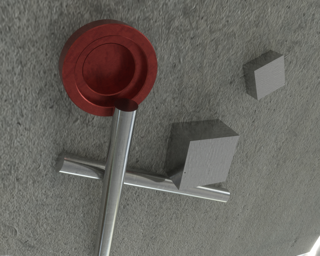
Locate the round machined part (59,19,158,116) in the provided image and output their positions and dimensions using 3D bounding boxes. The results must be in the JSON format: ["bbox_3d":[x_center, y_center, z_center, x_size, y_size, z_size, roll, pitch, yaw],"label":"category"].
[{"bbox_3d":[-0.056,-0.065,0.326,0.099,0.042,0.097,-14,125,-21],"label":"round machined part"}]

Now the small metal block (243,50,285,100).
[{"bbox_3d":[0.150,-0.076,0.444,0.050,0.025,0.050,-29,129,-10],"label":"small metal block"}]

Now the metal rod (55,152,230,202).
[{"bbox_3d":[-0.003,0.079,0.455,0.302,0.025,0.025,19,108,-36],"label":"metal rod"}]

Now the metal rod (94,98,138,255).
[{"bbox_3d":[-0.064,0.094,0.402,0.025,0.025,0.298,-6,130,-26],"label":"metal rod"}]

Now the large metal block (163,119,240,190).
[{"bbox_3d":[0.058,0.036,0.447,0.081,0.050,0.079,-5,121,-26],"label":"large metal block"}]
